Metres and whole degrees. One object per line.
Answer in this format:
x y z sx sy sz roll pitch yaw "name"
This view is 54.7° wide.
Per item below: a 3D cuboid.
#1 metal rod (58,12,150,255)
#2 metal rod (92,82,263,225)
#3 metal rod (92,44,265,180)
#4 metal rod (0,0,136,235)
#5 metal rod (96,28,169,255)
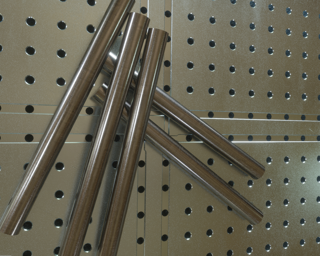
-0.067 0.013 0.367 0.025 0.025 0.298 16 92 -20 "metal rod"
0.035 0.044 0.426 0.301 0.025 0.025 40 77 -16 "metal rod"
0.032 -0.015 0.425 0.301 0.025 0.025 35 79 -17 "metal rod"
-0.106 -0.019 0.356 0.025 0.025 0.299 27 88 -19 "metal rod"
-0.036 0.030 0.378 0.025 0.025 0.298 12 94 -20 "metal rod"
